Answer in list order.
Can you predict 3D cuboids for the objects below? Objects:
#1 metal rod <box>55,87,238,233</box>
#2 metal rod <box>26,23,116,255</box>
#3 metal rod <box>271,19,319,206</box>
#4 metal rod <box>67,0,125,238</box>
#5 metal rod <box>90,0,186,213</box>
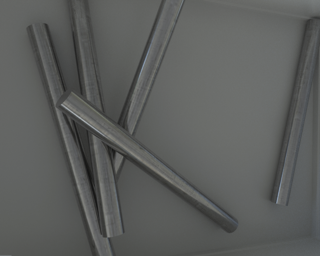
[{"bbox_3d":[0.005,0.056,0.377,0.300,0.025,0.025,41,77,-30],"label":"metal rod"},{"bbox_3d":[-0.100,0.027,0.357,0.025,0.025,0.298,-16,89,-20],"label":"metal rod"},{"bbox_3d":[0.220,-0.027,0.493,0.025,0.025,0.298,15,85,-20],"label":"metal rod"},{"bbox_3d":[-0.077,-0.029,0.357,0.025,0.025,0.298,-8,84,-20],"label":"metal rod"},{"bbox_3d":[-0.026,-0.036,0.363,0.025,0.025,0.298,18,99,-20],"label":"metal rod"}]
